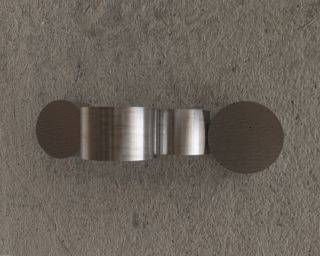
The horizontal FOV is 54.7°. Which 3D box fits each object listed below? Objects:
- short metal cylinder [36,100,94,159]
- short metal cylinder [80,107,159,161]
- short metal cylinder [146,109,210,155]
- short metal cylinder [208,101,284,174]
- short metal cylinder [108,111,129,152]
[{"bbox_3d":[-0.126,0.002,0.441,0.080,0.050,0.080,0,90,19],"label":"short metal cylinder"},{"bbox_3d":[-0.042,0.004,0.322,0.080,0.080,0.050,1,92,20],"label":"short metal cylinder"},{"bbox_3d":[0.020,0.005,0.374,0.080,0.080,0.050,0,90,20],"label":"short metal cylinder"},{"bbox_3d":[0.100,0.010,0.361,0.080,0.050,0.080,0,91,19],"label":"short metal cylinder"},{"bbox_3d":[-0.056,0.003,0.401,0.080,0.080,0.050,0,90,20],"label":"short metal cylinder"}]
